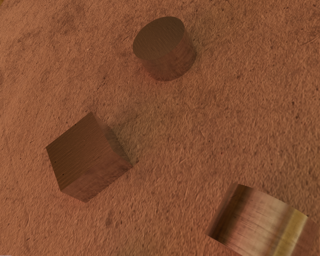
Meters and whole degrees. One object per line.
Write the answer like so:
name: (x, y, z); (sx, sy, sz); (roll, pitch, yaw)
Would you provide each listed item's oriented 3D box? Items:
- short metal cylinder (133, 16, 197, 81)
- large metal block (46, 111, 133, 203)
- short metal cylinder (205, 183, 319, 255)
short metal cylinder: (0.007, -0.116, 0.455); (0.080, 0.050, 0.080); (-13, 56, 21)
large metal block: (-0.095, 0.038, 0.414); (0.080, 0.050, 0.080); (-38, 51, 2)
short metal cylinder: (0.086, 0.090, 0.268); (0.080, 0.080, 0.050); (21, 73, 36)
